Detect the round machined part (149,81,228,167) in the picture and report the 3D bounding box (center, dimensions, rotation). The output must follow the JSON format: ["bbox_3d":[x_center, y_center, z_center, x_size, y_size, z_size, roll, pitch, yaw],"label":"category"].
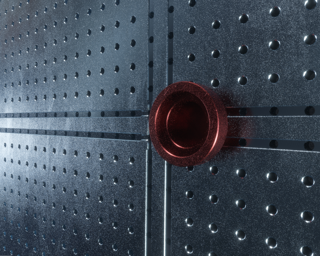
[{"bbox_3d":[0.037,-0.004,0.369,0.098,0.042,0.097,0,90,40],"label":"round machined part"}]
